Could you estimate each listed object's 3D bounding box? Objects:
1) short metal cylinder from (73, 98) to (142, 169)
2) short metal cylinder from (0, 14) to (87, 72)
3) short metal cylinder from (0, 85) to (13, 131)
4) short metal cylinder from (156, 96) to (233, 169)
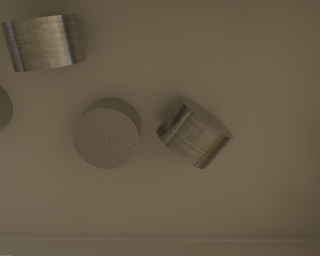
[{"bbox_3d":[-0.065,0.006,0.399,0.081,0.050,0.079,0,110,0],"label":"short metal cylinder"},{"bbox_3d":[-0.127,-0.096,0.345,0.080,0.080,0.050,-7,110,2],"label":"short metal cylinder"},{"bbox_3d":[-0.237,-0.021,0.388,0.081,0.050,0.079,0,110,0],"label":"short metal cylinder"},{"bbox_3d":[0.043,0.005,0.384,0.080,0.080,0.050,34,107,-12],"label":"short metal cylinder"}]
